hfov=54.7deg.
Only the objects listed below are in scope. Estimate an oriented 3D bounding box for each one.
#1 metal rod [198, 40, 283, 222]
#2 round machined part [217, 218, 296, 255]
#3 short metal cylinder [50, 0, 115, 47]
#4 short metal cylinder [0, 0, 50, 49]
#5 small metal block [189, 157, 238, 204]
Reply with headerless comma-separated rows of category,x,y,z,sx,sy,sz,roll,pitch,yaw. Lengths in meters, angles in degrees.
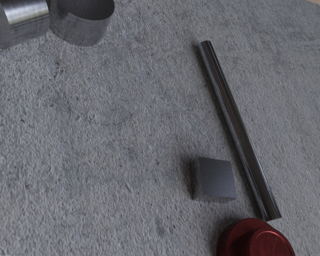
metal rod,0.113,-0.010,0.470,0.025,0.025,0.299,-1,62,-29
round machined part,0.119,0.154,0.363,0.099,0.042,0.098,14,56,-21
short metal cylinder,-0.109,-0.160,0.427,0.081,0.050,0.080,14,56,-21
short metal cylinder,-0.175,-0.138,0.358,0.080,0.080,0.050,47,51,4
small metal block,0.067,0.068,0.399,0.050,0.025,0.050,11,57,-23
